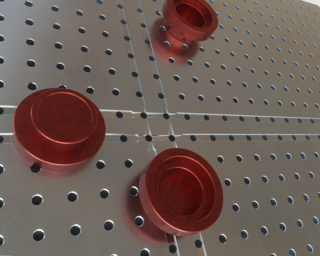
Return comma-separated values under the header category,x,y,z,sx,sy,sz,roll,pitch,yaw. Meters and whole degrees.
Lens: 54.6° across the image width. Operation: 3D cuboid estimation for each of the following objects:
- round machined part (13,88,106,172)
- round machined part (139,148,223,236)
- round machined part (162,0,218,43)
category,x,y,z,sx,sy,sz,roll,pitch,yaw
round machined part,-0.108,-0.005,0.342,0.099,0.042,0.098,13,56,-21
round machined part,0.021,0.076,0.362,0.099,0.042,0.098,13,56,-21
round machined part,0.048,-0.187,0.536,0.099,0.042,0.098,13,56,-21
